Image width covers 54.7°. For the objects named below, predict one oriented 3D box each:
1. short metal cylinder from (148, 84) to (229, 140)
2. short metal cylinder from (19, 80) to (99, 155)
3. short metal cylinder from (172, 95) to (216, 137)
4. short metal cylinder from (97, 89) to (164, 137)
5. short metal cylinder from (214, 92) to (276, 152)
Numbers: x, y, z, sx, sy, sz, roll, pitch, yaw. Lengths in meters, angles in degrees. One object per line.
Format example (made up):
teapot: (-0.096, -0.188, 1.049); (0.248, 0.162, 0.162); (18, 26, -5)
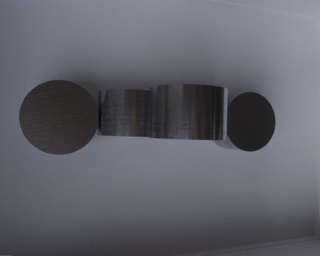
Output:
short metal cylinder: (0.028, -0.014, 0.317); (0.081, 0.080, 0.050); (2, 89, -20)
short metal cylinder: (-0.114, -0.011, 0.353); (0.081, 0.050, 0.080); (0, 90, -20)
short metal cylinder: (0.043, -0.013, 0.395); (0.081, 0.080, 0.050); (2, 89, -20)
short metal cylinder: (-0.033, -0.016, 0.367); (0.081, 0.080, 0.050); (2, 89, -20)
short metal cylinder: (0.113, -0.008, 0.437); (0.081, 0.050, 0.080); (0, 90, -20)
